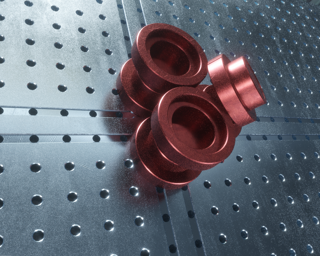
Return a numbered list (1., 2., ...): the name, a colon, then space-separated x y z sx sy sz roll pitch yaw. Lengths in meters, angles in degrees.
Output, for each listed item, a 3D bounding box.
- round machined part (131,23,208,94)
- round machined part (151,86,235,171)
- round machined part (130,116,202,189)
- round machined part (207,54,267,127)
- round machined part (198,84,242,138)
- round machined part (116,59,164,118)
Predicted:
1. round machined part: 0.009 -0.083 0.398 0.099 0.042 0.098 13 56 -21
2. round machined part: 0.034 0.004 0.358 0.099 0.042 0.098 13 56 -21
3. round machined part: 0.015 0.024 0.391 0.099 0.042 0.098 13 56 -21
4. round machined part: 0.105 -0.054 0.405 0.098 0.042 0.098 45 30 -35
5. round machined part: 0.081 -0.025 0.456 0.099 0.042 0.098 13 56 -21
6. round machined part: -0.008 -0.063 0.432 0.099 0.042 0.098 13 56 -21
